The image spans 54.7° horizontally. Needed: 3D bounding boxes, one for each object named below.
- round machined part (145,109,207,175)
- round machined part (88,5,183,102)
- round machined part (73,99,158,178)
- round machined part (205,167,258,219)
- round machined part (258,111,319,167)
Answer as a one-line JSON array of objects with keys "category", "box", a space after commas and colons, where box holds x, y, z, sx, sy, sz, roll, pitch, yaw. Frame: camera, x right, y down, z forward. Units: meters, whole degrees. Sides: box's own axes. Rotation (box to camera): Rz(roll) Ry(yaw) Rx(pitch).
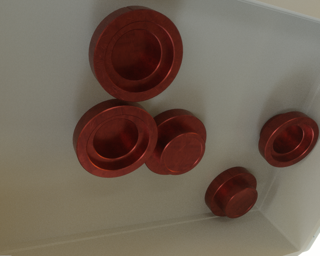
[{"category": "round machined part", "box": [0.023, 0.026, 0.428, 0.099, 0.042, 0.097, -14, 125, -21]}, {"category": "round machined part", "box": [-0.028, -0.081, 0.333, 0.099, 0.042, 0.097, -14, 125, -21]}, {"category": "round machined part", "box": [-0.056, 0.009, 0.374, 0.099, 0.042, 0.097, -14, 125, -21]}, {"category": "round machined part", "box": [0.132, 0.120, 0.547, 0.099, 0.042, 0.097, -14, 125, -21]}, {"category": "round machined part", "box": [0.208, 0.015, 0.517, 0.099, 0.042, 0.097, -9, 123, -13]}]
